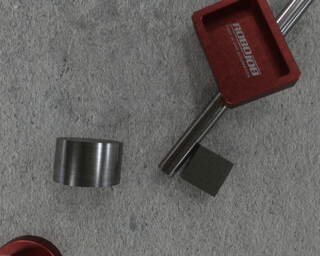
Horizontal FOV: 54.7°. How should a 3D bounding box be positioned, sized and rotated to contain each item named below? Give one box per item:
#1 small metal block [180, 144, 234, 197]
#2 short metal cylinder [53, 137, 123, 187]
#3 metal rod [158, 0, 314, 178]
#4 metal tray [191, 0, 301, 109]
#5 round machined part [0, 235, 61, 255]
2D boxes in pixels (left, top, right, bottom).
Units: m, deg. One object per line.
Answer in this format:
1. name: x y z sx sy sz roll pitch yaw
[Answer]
1. small metal block: 0.061 0.055 0.411 0.050 0.025 0.050 30 90 -1
2. short metal cylinder: -0.088 0.040 0.382 0.080 0.080 0.050 5 90 0
3. metal rod: 0.100 -0.059 0.410 0.025 0.025 0.300 39 90 0
4. metal tray: 0.104 -0.099 0.387 0.090 0.030 0.129 -21 77 8
5. round machined part: -0.178 0.195 0.400 0.099 0.042 0.097 0 90 0
